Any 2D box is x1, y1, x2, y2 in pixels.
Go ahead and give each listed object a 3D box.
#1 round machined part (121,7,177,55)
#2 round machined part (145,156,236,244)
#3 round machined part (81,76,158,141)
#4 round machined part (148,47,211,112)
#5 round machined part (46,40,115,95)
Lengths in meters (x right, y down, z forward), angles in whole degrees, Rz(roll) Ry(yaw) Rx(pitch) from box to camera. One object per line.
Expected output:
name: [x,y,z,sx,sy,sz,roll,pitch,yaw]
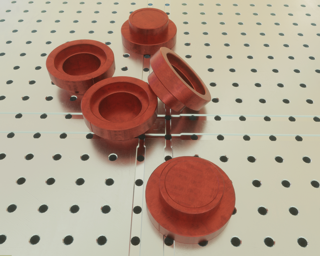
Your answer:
round machined part: [-0.019,-0.175,0.544,0.099,0.042,0.098,0,50,0]
round machined part: [0.033,0.070,0.338,0.099,0.042,0.098,0,50,0]
round machined part: [-0.052,-0.022,0.414,0.099,0.042,0.098,0,50,0]
round machined part: [0.022,-0.061,0.426,0.042,0.098,0.098,-42,48,23]
round machined part: [-0.117,-0.088,0.469,0.099,0.042,0.098,1,50,0]
